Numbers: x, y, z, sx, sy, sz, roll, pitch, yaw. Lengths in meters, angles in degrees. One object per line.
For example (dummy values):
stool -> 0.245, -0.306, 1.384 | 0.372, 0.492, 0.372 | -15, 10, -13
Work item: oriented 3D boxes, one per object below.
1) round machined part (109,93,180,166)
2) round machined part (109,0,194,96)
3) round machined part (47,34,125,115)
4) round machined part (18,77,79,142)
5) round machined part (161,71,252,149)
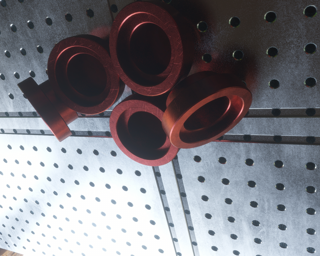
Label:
round machined part -> -0.013, -0.002, 0.405 | 0.098, 0.042, 0.097 | 13, 124, 20
round machined part -> -0.005, -0.087, 0.339 | 0.098, 0.042, 0.097 | 15, 118, 32
round machined part -> -0.089, -0.070, 0.395 | 0.098, 0.042, 0.097 | 7, 115, 15
round machined part -> -0.153, -0.031, 0.439 | 0.098, 0.042, 0.098 | 48, 163, 20
round machined part -> 0.046, -0.023, 0.337 | 0.097, 0.099, 0.042 | -56, 50, 39
